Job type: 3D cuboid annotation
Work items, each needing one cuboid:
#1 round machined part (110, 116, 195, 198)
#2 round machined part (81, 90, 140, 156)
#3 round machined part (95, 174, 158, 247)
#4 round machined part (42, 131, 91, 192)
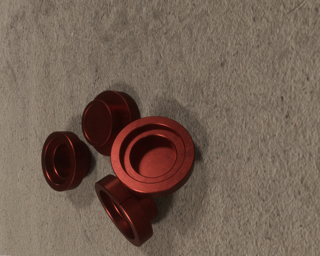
[{"bbox_3d":[-0.007,0.038,0.376,0.099,0.042,0.098,-3,60,5],"label":"round machined part"},{"bbox_3d":[-0.078,-0.007,0.456,0.098,0.042,0.097,0,90,39],"label":"round machined part"},{"bbox_3d":[-0.040,0.101,0.405,0.098,0.042,0.097,40,149,31],"label":"round machined part"},{"bbox_3d":[-0.153,0.054,0.517,0.098,0.042,0.097,0,90,39],"label":"round machined part"}]
